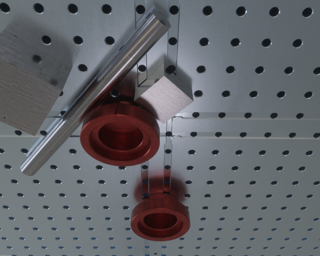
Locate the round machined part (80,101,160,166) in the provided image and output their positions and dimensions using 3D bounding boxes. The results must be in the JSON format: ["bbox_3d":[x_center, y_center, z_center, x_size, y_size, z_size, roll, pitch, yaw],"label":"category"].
[{"bbox_3d":[-0.049,0.004,0.399,0.099,0.042,0.097,0,136,0],"label":"round machined part"}]

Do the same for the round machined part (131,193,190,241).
[{"bbox_3d":[0.001,0.148,0.527,0.099,0.042,0.097,0,130,0],"label":"round machined part"}]

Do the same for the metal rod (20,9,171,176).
[{"bbox_3d":[-0.097,-0.026,0.388,0.025,0.025,0.299,34,122,-25],"label":"metal rod"}]

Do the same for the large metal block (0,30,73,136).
[{"bbox_3d":[-0.159,-0.048,0.352,0.080,0.050,0.080,28,125,-22],"label":"large metal block"}]

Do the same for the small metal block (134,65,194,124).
[{"bbox_3d":[0.005,-0.040,0.378,0.050,0.025,0.050,-37,121,27],"label":"small metal block"}]
